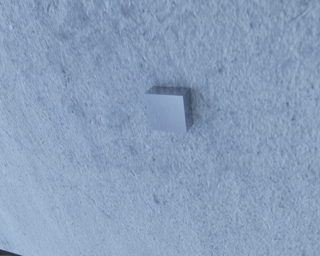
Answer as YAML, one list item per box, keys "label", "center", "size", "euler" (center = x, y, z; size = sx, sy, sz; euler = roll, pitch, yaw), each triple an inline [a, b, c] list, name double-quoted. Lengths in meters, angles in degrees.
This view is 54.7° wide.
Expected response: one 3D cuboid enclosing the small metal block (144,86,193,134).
- label: "small metal block"
  center: [0.012, -0.023, 0.385]
  size: [0.050, 0.025, 0.050]
  euler: [6, 121, 24]
